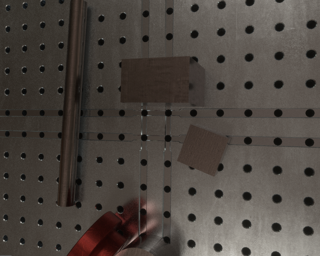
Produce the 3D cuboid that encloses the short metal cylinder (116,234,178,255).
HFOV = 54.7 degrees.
[{"bbox_3d":[-0.019,0.188,0.405,0.080,0.050,0.079,0,90,19],"label":"short metal cylinder"}]

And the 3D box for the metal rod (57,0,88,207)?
[{"bbox_3d":[-0.129,-0.035,0.456,0.025,0.025,0.298,5,92,19],"label":"metal rod"}]

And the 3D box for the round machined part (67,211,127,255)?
[{"bbox_3d":[-0.080,0.160,0.401,0.042,0.098,0.098,36,102,11],"label":"round machined part"}]

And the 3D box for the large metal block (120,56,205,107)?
[{"bbox_3d":[0.007,-0.053,0.380,0.080,0.080,0.050,2,91,19],"label":"large metal block"}]

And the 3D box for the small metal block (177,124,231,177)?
[{"bbox_3d":[0.056,0.027,0.392,0.050,0.025,0.050,22,97,18],"label":"small metal block"}]
